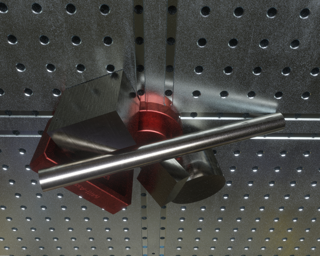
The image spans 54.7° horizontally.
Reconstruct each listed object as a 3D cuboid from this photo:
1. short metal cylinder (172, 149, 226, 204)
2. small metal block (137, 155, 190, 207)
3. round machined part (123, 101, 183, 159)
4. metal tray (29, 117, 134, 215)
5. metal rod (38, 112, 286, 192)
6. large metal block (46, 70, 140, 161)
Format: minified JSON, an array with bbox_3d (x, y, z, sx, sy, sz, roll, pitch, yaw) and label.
[{"bbox_3d":[0.045,0.066,0.436,0.081,0.050,0.080,-12,144,-9],"label":"short metal cylinder"},{"bbox_3d":[0.003,0.062,0.391,0.025,0.050,0.050,-18,144,-45],"label":"small metal block"},{"bbox_3d":[-0.017,0.015,0.417,0.099,0.042,0.097,-1,130,0],"label":"round machined part"},{"bbox_3d":[-0.092,0.044,0.404,0.030,0.090,0.130,-36,122,26],"label":"metal tray"},{"bbox_3d":[0.016,0.024,0.370,0.302,0.025,0.025,-13,132,-15],"label":"metal rod"},{"bbox_3d":[-0.072,-0.015,0.360,0.080,0.080,0.050,-16,128,13],"label":"large metal block"}]
